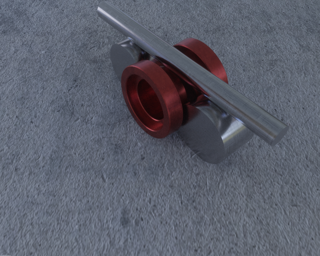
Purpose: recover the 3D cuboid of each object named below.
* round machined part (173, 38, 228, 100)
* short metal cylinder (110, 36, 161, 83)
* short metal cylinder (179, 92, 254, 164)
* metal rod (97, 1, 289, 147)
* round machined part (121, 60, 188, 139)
[{"bbox_3d":[0.040,-0.066,0.413,0.042,0.098,0.098,-35,58,-20],"label":"round machined part"},{"bbox_3d":[-0.028,-0.092,0.445,0.050,0.080,0.080,-32,57,-24],"label":"short metal cylinder"},{"bbox_3d":[0.065,-0.004,0.373,0.050,0.080,0.080,-32,57,-24],"label":"short metal cylinder"},{"bbox_3d":[0.018,-0.080,0.369,0.025,0.025,0.300,-33,58,-25],"label":"metal rod"},{"bbox_3d":[-0.003,-0.039,0.389,0.042,0.097,0.098,-30,56,-28],"label":"round machined part"}]
